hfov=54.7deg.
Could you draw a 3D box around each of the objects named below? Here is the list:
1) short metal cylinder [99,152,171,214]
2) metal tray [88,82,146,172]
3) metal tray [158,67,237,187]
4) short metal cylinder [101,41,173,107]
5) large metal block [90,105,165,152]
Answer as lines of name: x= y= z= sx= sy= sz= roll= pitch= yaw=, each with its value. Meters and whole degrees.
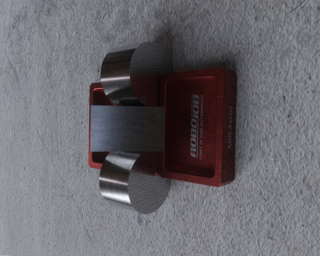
short metal cylinder: x=-0.030 y=0.064 z=0.395 sx=0.050 sy=0.081 sz=0.079 roll=3 pitch=92 yaw=40
metal tray: x=-0.065 y=-0.003 z=0.458 sx=0.090 sy=0.030 sz=0.129 roll=2 pitch=91 yaw=40
metal tray: x=0.043 y=-0.002 z=0.369 sx=0.090 sy=0.030 sz=0.129 roll=2 pitch=91 yaw=40
short metal cylinder: x=-0.027 y=-0.066 z=0.393 sx=0.050 sy=0.081 sz=0.079 roll=3 pitch=92 yaw=40
large metal block: x=-0.041 y=0.000 z=0.378 sx=0.080 sy=0.081 sz=0.050 roll=-170 pitch=81 yaw=-80
